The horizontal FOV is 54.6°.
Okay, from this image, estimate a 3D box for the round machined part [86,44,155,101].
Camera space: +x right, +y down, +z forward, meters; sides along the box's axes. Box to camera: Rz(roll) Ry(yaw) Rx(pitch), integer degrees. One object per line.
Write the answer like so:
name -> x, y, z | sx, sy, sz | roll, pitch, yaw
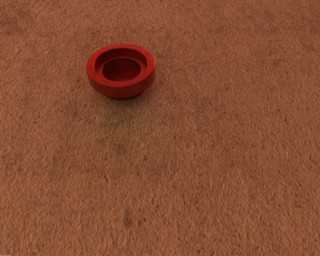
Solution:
round machined part -> -0.056, -0.079, 0.458 | 0.099, 0.042, 0.098 | 0, 50, 0
